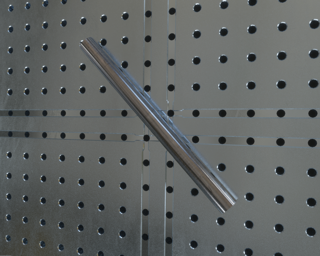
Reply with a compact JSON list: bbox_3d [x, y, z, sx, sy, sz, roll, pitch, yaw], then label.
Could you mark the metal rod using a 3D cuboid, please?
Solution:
[{"bbox_3d":[-0.010,-0.012,0.417,0.025,0.025,0.300,-44,76,15],"label":"metal rod"}]
